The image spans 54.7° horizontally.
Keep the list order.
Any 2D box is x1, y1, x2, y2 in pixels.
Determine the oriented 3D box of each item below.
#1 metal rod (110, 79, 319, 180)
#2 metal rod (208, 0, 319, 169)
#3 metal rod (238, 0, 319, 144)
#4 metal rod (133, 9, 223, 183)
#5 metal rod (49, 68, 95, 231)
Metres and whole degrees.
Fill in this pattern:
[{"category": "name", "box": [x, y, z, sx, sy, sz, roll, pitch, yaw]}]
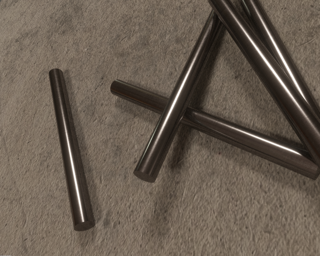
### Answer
[{"category": "metal rod", "box": [0.044, -0.012, 0.386, 0.300, 0.025, 0.025, 25, 75, 36]}, {"category": "metal rod", "box": [0.119, -0.068, 0.349, 0.025, 0.025, 0.299, -27, 54, 11]}, {"category": "metal rod", "box": [0.142, -0.109, 0.395, 0.025, 0.025, 0.299, -21, 54, 15]}, {"category": "metal rod", "box": [0.040, -0.068, 0.398, 0.025, 0.025, 0.300, 7, 57, 31]}, {"category": "metal rod", "box": [-0.140, 0.011, 0.468, 0.025, 0.025, 0.300, -30, 52, 8]}]
